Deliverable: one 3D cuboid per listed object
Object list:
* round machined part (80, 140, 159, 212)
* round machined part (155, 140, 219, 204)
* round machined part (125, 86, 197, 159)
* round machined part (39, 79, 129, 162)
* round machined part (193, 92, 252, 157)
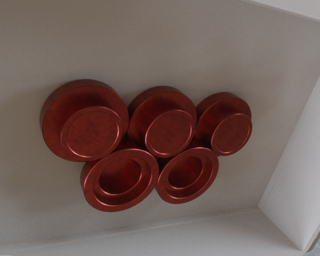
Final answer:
[{"bbox_3d":[-0.054,0.057,0.401,0.099,0.042,0.097,-14,124,-21],"label":"round machined part"},{"bbox_3d":[0.032,0.059,0.449,0.099,0.042,0.097,-14,124,-21],"label":"round machined part"},{"bbox_3d":[0.005,-0.001,0.397,0.099,0.042,0.097,-13,123,-21],"label":"round machined part"},{"bbox_3d":[-0.081,-0.002,0.349,0.099,0.042,0.097,-14,124,-22],"label":"round machined part"},{"bbox_3d":[0.092,0.001,0.445,0.099,0.042,0.097,-13,123,-21],"label":"round machined part"}]
